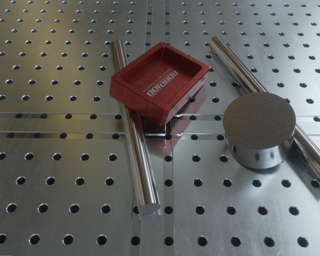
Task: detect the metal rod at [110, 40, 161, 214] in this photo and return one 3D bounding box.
[{"bbox_3d":[-0.042,-0.025,0.428,0.025,0.025,0.300,-9,51,-8],"label":"metal rod"}]

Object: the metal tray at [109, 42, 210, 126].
[{"bbox_3d":[0.003,-0.068,0.440,0.090,0.030,0.131,32,48,13],"label":"metal tray"}]

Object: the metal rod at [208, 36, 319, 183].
[{"bbox_3d":[0.149,-0.040,0.443,0.025,0.025,0.300,-16,52,-14],"label":"metal rod"}]

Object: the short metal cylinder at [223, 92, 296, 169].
[{"bbox_3d":[0.120,0.003,0.377,0.080,0.050,0.080,-8,56,13],"label":"short metal cylinder"}]
